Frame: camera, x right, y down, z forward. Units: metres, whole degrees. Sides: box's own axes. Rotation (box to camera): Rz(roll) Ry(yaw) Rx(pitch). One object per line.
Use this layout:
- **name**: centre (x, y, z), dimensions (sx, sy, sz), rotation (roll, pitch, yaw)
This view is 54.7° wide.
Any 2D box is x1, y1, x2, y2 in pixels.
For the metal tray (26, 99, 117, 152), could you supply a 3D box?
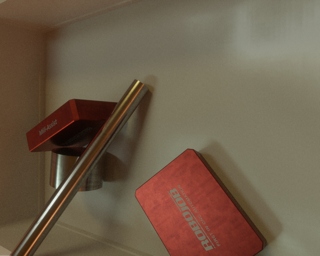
- **metal tray**: centre (-0.128, -0.001, 0.466), dimensions (0.130, 0.091, 0.030), rotation (-27, 73, 36)

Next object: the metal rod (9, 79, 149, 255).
- **metal rod**: centre (-0.110, 0.063, 0.415), dimensions (0.025, 0.025, 0.300), rotation (31, 84, 35)

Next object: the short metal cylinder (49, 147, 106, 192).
- **short metal cylinder**: centre (-0.124, 0.060, 0.470), dimensions (0.080, 0.081, 0.050), rotation (9, 96, 39)

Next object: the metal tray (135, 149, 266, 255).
- **metal tray**: centre (0.041, 0.100, 0.348), dimensions (0.090, 0.030, 0.130), rotation (-40, 64, 9)
